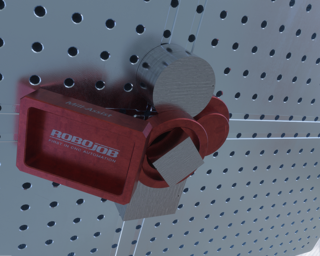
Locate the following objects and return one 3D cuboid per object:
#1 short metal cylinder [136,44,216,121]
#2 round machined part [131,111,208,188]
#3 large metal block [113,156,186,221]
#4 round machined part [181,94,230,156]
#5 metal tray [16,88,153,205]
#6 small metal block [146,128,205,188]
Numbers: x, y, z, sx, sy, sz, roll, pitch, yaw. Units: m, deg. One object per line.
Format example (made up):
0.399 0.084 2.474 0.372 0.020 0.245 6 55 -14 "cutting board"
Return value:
0.018 -0.054 0.371 0.081 0.050 0.079 -14 124 -21 "short metal cylinder"
0.006 0.022 0.379 0.099 0.042 0.097 -14 124 -21 "round machined part"
-0.015 0.077 0.431 0.081 0.050 0.079 1 118 -29 "large metal block"
0.056 0.001 0.430 0.099 0.042 0.097 -14 124 -21 "round machined part"
-0.082 0.020 0.329 0.131 0.030 0.089 17 114 4 "metal tray"
0.017 0.034 0.361 0.050 0.025 0.050 -36 129 -4 "small metal block"
